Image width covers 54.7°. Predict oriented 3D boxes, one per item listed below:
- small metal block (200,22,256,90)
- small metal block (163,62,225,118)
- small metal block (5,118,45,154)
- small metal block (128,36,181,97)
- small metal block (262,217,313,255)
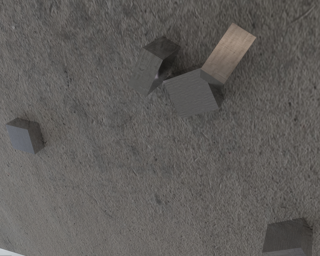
[{"bbox_3d":[0.064,-0.067,0.303,0.025,0.050,0.050,35,94,5],"label":"small metal block"},{"bbox_3d":[0.040,-0.044,0.359,0.050,0.025,0.050,-14,111,34],"label":"small metal block"},{"bbox_3d":[-0.234,0.014,0.539,0.050,0.025,0.050,11,123,22],"label":"small metal block"},{"bbox_3d":[-0.006,-0.070,0.350,0.025,0.050,0.050,33,129,6],"label":"small metal block"},{"bbox_3d":[0.163,0.145,0.395,0.050,0.050,0.025,-28,103,37],"label":"small metal block"}]
